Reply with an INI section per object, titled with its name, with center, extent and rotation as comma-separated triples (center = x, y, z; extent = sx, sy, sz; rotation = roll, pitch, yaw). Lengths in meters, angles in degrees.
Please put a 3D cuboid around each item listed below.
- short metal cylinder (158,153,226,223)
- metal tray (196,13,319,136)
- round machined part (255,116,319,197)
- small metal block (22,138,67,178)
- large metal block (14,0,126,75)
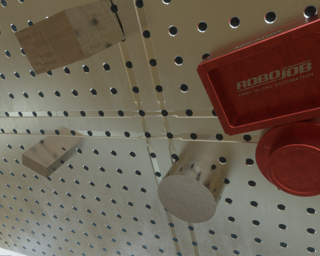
[short metal cylinder]
center = 0.044, 0.081, 0.421
extent = 0.080, 0.050, 0.079
rotation = 13, 124, 20
[metal tray]
center = 0.115, -0.048, 0.317
extent = 0.130, 0.030, 0.090
rotation = -15, 111, 34
[round machined part]
center = 0.155, 0.036, 0.341
extent = 0.098, 0.042, 0.097
rotation = 13, 124, 20
[small metal block]
center = -0.195, 0.050, 0.527
extent = 0.050, 0.050, 0.025
rotation = 26, 127, 11
[large metal block]
center = -0.102, -0.107, 0.361
extent = 0.080, 0.080, 0.050
rotation = -8, 114, 31
